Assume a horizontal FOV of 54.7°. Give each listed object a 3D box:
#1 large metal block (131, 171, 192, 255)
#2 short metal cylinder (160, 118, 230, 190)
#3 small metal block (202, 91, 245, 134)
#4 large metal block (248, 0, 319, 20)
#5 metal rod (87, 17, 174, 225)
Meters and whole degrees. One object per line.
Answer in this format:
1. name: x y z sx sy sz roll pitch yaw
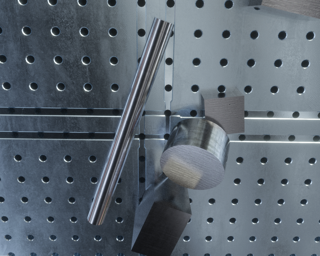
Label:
1. large metal block: 0.001 0.119 0.428 0.050 0.080 0.079 21 109 -8
2. short metal cylinder: 0.046 0.034 0.397 0.080 0.050 0.079 11 133 12
3. small metal block: 0.083 -0.019 0.408 0.050 0.025 0.050 -5 110 1
4. large metal block: 0.154 -0.167 0.341 0.081 0.050 0.079 11 110 -5
5. metal rod: -0.045 0.005 0.414 0.025 0.025 0.298 19 109 -7
